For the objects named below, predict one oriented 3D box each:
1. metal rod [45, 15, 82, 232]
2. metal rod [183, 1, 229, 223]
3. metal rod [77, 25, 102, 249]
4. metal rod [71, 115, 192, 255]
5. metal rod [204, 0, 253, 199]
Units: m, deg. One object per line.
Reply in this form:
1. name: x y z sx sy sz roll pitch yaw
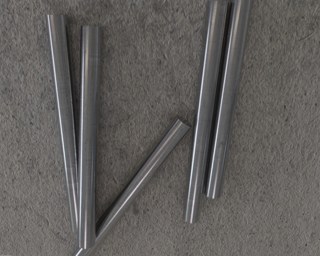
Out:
1. metal rod: -0.120 0.008 0.411 0.025 0.025 0.298 0 110 0
2. metal rod: 0.056 -0.006 0.407 0.025 0.025 0.298 4 110 -2
3. metal rod: -0.093 0.023 0.405 0.025 0.025 0.298 5 106 -2
4. metal rod: -0.054 0.106 0.448 0.025 0.025 0.299 33 107 -12
5. metal rod: 0.086 -0.045 0.393 0.025 0.025 0.298 4 110 -2
